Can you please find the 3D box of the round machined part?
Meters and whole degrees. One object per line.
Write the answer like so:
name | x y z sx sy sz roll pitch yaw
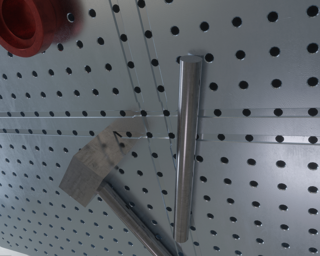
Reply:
round machined part | -0.176 -0.145 0.403 0.098 0.042 0.097 13 124 21

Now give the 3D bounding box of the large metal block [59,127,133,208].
large metal block | -0.095 0.058 0.461 0.050 0.080 0.080 38 129 3

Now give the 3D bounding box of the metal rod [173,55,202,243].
metal rod | 0.034 0.049 0.423 0.025 0.025 0.298 14 124 20

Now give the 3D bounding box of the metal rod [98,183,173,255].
metal rod | -0.043 0.168 0.537 0.025 0.025 0.300 -34 100 38
